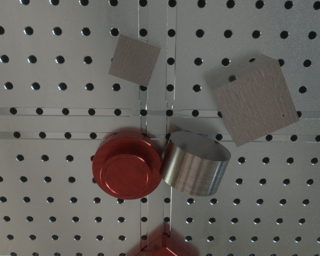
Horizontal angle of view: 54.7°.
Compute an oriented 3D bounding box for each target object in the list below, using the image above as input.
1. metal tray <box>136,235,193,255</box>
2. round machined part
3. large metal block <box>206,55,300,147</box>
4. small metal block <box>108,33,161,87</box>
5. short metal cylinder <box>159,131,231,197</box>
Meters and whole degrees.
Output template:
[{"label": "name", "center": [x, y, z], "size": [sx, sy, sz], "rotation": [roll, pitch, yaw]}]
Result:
[{"label": "metal tray", "center": [-0.008, 0.242, 0.500], "size": [0.090, 0.030, 0.130], "rotation": [43, 104, -14]}, {"label": "round machined part", "center": [-0.044, 0.058, 0.425], "size": [0.099, 0.042, 0.097], "rotation": [0, 110, 0]}, {"label": "large metal block", "center": [0.114, -0.035, 0.388], "size": [0.080, 0.050, 0.080], "rotation": [-25, 109, 8]}, {"label": "small metal block", "center": [-0.031, -0.084, 0.382], "size": [0.050, 0.025, 0.050], "rotation": [19, 109, -7]}, {"label": "short metal cylinder", "center": [0.045, 0.044, 0.401], "size": [0.080, 0.080, 0.050], "rotation": [15, 109, -6]}]
